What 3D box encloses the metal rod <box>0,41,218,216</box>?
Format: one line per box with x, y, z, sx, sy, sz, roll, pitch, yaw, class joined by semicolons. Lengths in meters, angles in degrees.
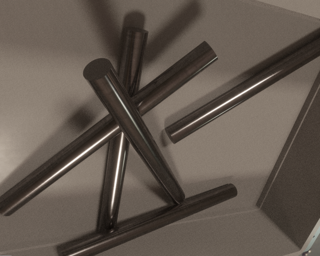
-0.065;0.005;0.351;0.300;0.025;0.025;-37;130;6;metal rod

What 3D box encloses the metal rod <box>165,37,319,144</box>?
0.141;-0.064;0.448;0.301;0.025;0.025;-31;129;-9;metal rod

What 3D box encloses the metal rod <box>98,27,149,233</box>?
-0.052;0.026;0.397;0.025;0.025;0.298;-3;120;-27;metal rod

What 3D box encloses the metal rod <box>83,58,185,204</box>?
-0.012;0.031;0.375;0.025;0.025;0.299;-35;144;-6;metal rod

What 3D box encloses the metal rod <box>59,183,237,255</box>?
0.001;0.139;0.475;0.303;0.025;0.025;-13;124;-30;metal rod
